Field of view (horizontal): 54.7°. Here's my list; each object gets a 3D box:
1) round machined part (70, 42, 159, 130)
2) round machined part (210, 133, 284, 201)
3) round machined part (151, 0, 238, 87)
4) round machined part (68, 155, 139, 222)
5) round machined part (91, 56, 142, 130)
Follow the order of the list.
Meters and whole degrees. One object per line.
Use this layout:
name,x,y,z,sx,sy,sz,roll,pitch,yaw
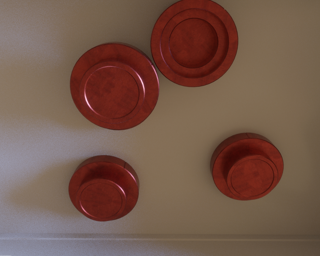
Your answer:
round machined part,-0.050,-0.043,0.341,0.099,0.042,0.097,0,110,-1
round machined part,0.121,0.059,0.426,0.099,0.042,0.097,0,110,-1
round machined part,0.039,-0.101,0.366,0.099,0.042,0.097,0,110,-1
round machined part,-0.079,0.091,0.435,0.099,0.042,0.097,0,110,-1
round machined part,-0.054,-0.042,0.386,0.099,0.042,0.097,0,110,-1
